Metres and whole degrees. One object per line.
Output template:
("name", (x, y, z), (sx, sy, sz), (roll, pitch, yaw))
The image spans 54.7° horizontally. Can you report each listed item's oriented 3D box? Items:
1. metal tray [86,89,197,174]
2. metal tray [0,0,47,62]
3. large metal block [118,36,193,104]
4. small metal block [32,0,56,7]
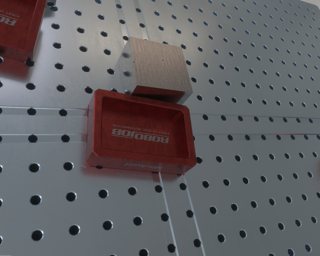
("metal tray", (-0.022, 0.006, 0.389), (0.131, 0.030, 0.090), (9, 58, -24))
("metal tray", (-0.209, -0.140, 0.362), (0.131, 0.030, 0.090), (13, 72, -21))
("large metal block", (-0.009, -0.073, 0.432), (0.081, 0.050, 0.080), (4, 60, -26))
("small metal block", (-0.179, -0.196, 0.431), (0.050, 0.025, 0.050), (-26, 76, -37))
